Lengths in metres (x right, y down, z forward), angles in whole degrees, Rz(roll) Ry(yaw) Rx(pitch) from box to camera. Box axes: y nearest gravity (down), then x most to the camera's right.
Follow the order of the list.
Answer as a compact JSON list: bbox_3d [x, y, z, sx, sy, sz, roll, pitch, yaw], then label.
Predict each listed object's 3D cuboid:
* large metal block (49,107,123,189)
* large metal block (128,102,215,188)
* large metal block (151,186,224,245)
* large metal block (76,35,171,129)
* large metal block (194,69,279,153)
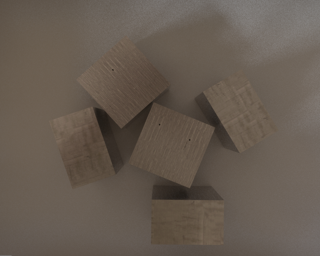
[{"bbox_3d":[-0.086,0.022,0.382,0.050,0.080,0.080,-19,90,0],"label":"large metal block"},{"bbox_3d":[0.014,0.021,0.398,0.080,0.050,0.080,22,90,-1],"label":"large metal block"},{"bbox_3d":[0.031,0.104,0.384,0.081,0.080,0.050,1,90,-1],"label":"large metal block"},{"bbox_3d":[-0.044,-0.055,0.397,0.080,0.050,0.080,-42,91,0],"label":"large metal block"},{"bbox_3d":[0.090,-0.019,0.383,0.050,0.080,0.080,-31,90,0],"label":"large metal block"}]
